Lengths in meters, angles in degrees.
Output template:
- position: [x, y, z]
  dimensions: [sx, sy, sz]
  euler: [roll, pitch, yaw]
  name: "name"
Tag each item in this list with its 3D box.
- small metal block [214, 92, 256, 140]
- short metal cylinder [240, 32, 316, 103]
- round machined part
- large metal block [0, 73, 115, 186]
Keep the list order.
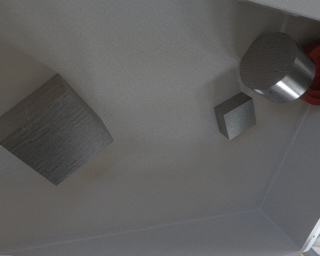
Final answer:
- position: [0.113, -0.018, 0.462]
  dimensions: [0.050, 0.025, 0.050]
  euler: [-30, 129, -10]
  name: "small metal block"
- position: [0.155, -0.079, 0.411]
  dimensions: [0.050, 0.080, 0.080]
  euler: [22, 106, -37]
  name: "short metal cylinder"
- position: [0.238, -0.086, 0.468]
  dimensions: [0.099, 0.042, 0.097]
  euler: [-5, 115, -11]
  name: "round machined part"
- position: [-0.111, 0.002, 0.334]
  dimensions: [0.080, 0.050, 0.080]
  euler: [-38, 130, -3]
  name: "large metal block"
